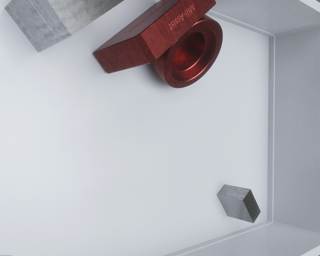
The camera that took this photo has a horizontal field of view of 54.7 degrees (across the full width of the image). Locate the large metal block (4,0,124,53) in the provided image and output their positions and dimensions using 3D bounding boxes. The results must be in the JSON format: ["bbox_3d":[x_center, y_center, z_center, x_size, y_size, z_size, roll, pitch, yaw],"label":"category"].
[{"bbox_3d":[-0.088,-0.122,0.298,0.080,0.080,0.050,-48,119,-30],"label":"large metal block"}]

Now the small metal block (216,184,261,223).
[{"bbox_3d":[0.127,0.121,0.500,0.025,0.050,0.050,-43,117,-32],"label":"small metal block"}]

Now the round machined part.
[{"bbox_3d":[0.031,-0.104,0.403,0.099,0.042,0.097,-31,147,-22],"label":"round machined part"}]

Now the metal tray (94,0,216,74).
[{"bbox_3d":[-0.005,-0.117,0.361,0.130,0.090,0.030,-48,119,-29],"label":"metal tray"}]
